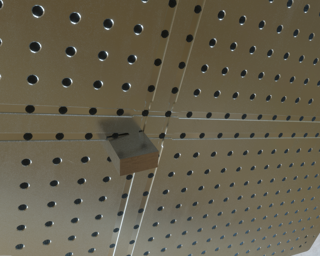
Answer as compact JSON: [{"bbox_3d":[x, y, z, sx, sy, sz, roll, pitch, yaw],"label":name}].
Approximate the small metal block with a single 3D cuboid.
[{"bbox_3d":[-0.035,0.032,0.397,0.050,0.050,0.025,-10,123,-23],"label":"small metal block"}]
